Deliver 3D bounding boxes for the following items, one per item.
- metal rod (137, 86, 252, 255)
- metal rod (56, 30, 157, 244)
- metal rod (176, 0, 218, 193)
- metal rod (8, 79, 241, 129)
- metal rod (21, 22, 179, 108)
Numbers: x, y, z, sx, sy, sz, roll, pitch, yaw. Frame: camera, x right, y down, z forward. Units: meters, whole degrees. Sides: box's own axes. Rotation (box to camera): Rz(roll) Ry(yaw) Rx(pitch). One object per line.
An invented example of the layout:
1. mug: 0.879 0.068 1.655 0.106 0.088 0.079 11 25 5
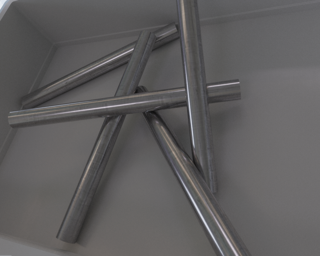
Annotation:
1. metal rod: 0.020 0.035 0.341 0.025 0.025 0.300 -35 41 5
2. metal rod: -0.067 0.002 0.417 0.025 0.025 0.299 11 74 33
3. metal rod: 0.038 -0.077 0.357 0.025 0.025 0.298 -8 82 24
4. metal rod: -0.052 -0.029 0.396 0.301 0.025 0.025 -7 58 10
5. metal rod: -0.107 -0.100 0.523 0.301 0.025 0.025 -22 54 14
